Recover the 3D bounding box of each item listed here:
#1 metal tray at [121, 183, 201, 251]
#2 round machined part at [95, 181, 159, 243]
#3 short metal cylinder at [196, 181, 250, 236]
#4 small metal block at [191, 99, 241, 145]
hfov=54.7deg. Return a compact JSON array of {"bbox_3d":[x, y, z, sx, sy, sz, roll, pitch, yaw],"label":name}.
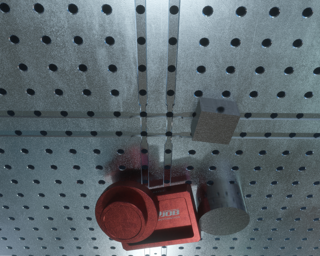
[{"bbox_3d":[-0.006,0.146,0.506,0.131,0.030,0.089,-11,102,10],"label":"metal tray"},{"bbox_3d":[-0.052,0.133,0.472,0.099,0.042,0.097,2,104,7],"label":"round machined part"},{"bbox_3d":[0.101,0.133,0.510,0.081,0.050,0.079,-1,130,0],"label":"short metal cylinder"},{"bbox_3d":[0.071,-0.007,0.406,0.050,0.025,0.050,7,130,-6],"label":"small metal block"}]
